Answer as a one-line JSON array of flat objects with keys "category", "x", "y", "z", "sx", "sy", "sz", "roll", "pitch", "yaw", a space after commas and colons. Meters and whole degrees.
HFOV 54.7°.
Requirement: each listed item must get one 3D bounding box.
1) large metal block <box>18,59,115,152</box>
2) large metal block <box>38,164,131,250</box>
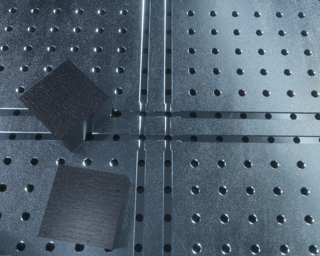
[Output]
[{"category": "large metal block", "x": -0.119, "y": -0.029, "z": 0.408, "sx": 0.080, "sy": 0.050, "sz": 0.080, "roll": 43, "pitch": 75, "yaw": 13}, {"category": "large metal block", "x": -0.083, "y": 0.093, "z": 0.363, "sx": 0.080, "sy": 0.050, "sz": 0.080, "roll": 9, "pitch": 70, "yaw": 3}]
